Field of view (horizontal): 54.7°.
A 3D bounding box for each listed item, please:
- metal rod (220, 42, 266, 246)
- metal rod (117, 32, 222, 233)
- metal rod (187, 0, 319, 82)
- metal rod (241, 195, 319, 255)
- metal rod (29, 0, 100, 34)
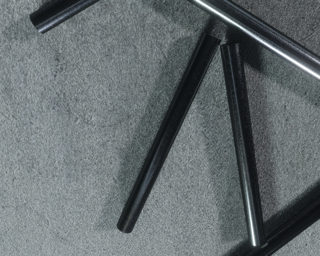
[{"bbox_3d":[0.117,0.035,0.423,0.025,0.025,0.298,-12,110,4],"label":"metal rod"},{"bbox_3d":[0.005,0.019,0.416,0.025,0.025,0.298,21,109,-8],"label":"metal rod"},{"bbox_3d":[0.136,-0.105,0.371,0.301,0.025,0.025,27,108,-10],"label":"metal rod"},{"bbox_3d":[0.196,0.153,0.467,0.025,0.025,0.299,41,105,-14],"label":"metal rod"},{"bbox_3d":[-0.011,-0.188,0.340,0.301,0.025,0.025,-27,108,9],"label":"metal rod"}]
